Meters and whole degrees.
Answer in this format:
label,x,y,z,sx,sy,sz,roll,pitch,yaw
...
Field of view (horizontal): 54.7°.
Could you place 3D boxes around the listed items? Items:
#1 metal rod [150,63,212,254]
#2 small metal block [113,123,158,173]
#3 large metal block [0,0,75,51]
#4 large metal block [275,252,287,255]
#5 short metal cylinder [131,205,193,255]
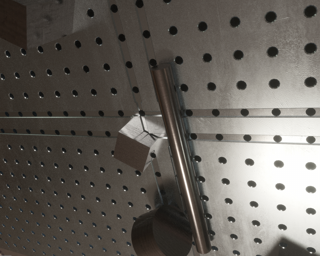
label,x,y,z,sx,sy,sz,roll,pitch,yaw
metal rod,0.035,0.059,0.427,0.025,0.025,0.298,-1,118,28
small metal block,-0.036,0.029,0.447,0.050,0.025,0.050,26,128,11
large metal block,-0.162,-0.142,0.371,0.080,0.080,0.050,26,127,11
large metal block,0.188,0.238,0.443,0.080,0.050,0.079,25,127,12
short metal cylinder,0.004,0.164,0.474,0.050,0.080,0.080,-34,100,38
